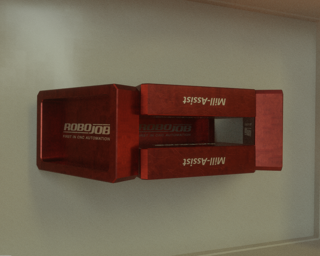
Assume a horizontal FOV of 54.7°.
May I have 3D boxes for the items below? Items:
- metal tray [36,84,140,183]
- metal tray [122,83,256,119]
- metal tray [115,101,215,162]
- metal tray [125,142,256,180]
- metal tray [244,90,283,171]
[{"bbox_3d":[-0.080,0.004,0.325,0.030,0.130,0.089,0,91,-52],"label":"metal tray"},{"bbox_3d":[0.030,-0.027,0.352,0.131,0.090,0.030,0,90,-20],"label":"metal tray"},{"bbox_3d":[0.008,0.003,0.409,0.131,0.030,0.089,0,90,-21],"label":"metal tray"},{"bbox_3d":[0.029,0.034,0.353,0.131,0.090,0.030,0,90,-21],"label":"metal tray"},{"bbox_3d":[0.129,0.002,0.402,0.030,0.130,0.089,1,91,10],"label":"metal tray"}]
